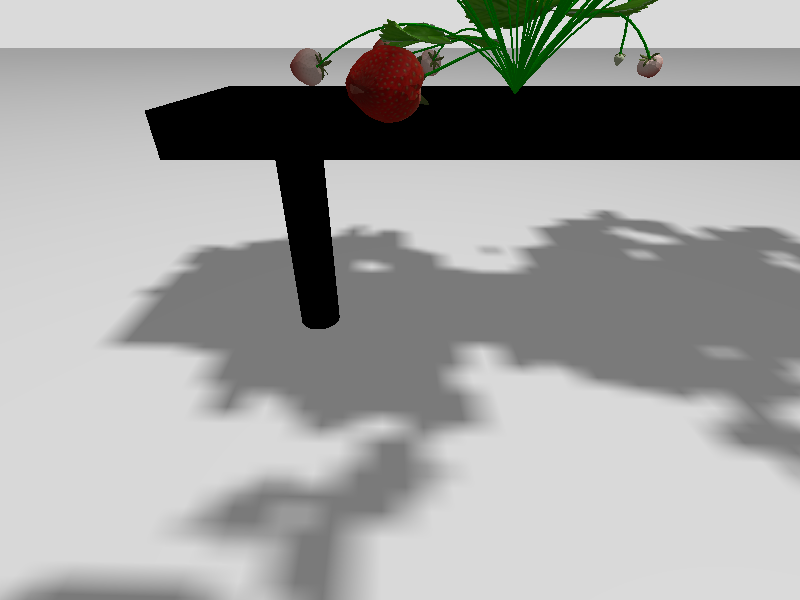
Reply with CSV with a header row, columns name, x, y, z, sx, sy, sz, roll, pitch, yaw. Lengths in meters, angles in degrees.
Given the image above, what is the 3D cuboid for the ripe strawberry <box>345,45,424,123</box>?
name,x,y,z,sx,sy,sz,roll,pitch,yaw
ripe strawberry,-0.008,-0.101,0.189,0.037,0.033,0.034,22,40,29

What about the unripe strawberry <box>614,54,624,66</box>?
name,x,y,z,sx,sy,sz,roll,pitch,yaw
unripe strawberry,0.257,-0.282,0.470,0.010,0.011,0.011,25,41,33

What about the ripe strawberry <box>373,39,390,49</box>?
name,x,y,z,sx,sy,sz,roll,pitch,yaw
ripe strawberry,-0.017,-0.269,0.442,0.032,0.037,0.035,-19,37,-27

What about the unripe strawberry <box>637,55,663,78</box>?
name,x,y,z,sx,sy,sz,roll,pitch,yaw
unripe strawberry,0.262,-0.244,0.419,0.023,0.020,0.023,35,5,41

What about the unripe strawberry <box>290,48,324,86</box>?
name,x,y,z,sx,sy,sz,roll,pitch,yaw
unripe strawberry,-0.084,-0.208,0.358,0.030,0.029,0.028,5,33,21

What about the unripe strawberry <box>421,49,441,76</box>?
name,x,y,z,sx,sy,sz,roll,pitch,yaw
unripe strawberry,0.032,-0.261,0.442,0.024,0.026,0.027,-11,21,-16
